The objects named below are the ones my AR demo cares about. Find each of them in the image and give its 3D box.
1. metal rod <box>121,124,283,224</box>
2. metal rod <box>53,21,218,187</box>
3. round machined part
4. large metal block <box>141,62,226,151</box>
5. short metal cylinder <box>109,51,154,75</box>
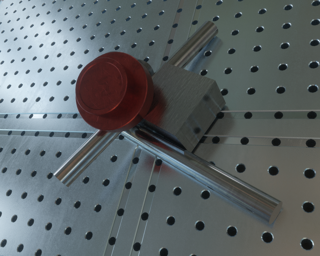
[{"bbox_3d":[0.005,0.026,0.387,0.300,0.025,0.025,28,77,37],"label":"metal rod"},{"bbox_3d":[-0.023,-0.042,0.420,0.025,0.025,0.301,31,71,37],"label":"metal rod"},{"bbox_3d":[-0.061,-0.045,0.371,0.098,0.042,0.097,-3,80,20],"label":"round machined part"},{"bbox_3d":[0.022,-0.027,0.391,0.080,0.050,0.080,29,77,37],"label":"large metal block"},{"bbox_3d":[-0.053,-0.063,0.437,0.050,0.080,0.080,28,77,37],"label":"short metal cylinder"}]
